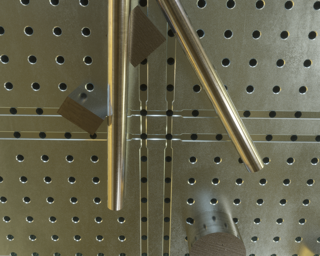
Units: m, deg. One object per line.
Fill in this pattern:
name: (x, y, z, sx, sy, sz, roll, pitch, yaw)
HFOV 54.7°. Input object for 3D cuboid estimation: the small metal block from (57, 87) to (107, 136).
small metal block: (-0.094, -0.022, 0.391, 0.050, 0.050, 0.025, 35, 107, -12)

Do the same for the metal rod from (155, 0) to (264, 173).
metal rod: (0.059, -0.067, 0.389, 0.025, 0.025, 0.299, -29, 108, 10)

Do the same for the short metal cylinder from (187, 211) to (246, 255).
short metal cylinder: (0.082, 0.172, 0.464, 0.081, 0.050, 0.079, 0, 110, 0)

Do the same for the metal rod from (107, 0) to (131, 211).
metal rod: (-0.053, -0.020, 0.387, 0.025, 0.025, 0.298, 4, 117, -2)

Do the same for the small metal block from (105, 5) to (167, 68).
small metal block: (-0.028, -0.110, 0.373, 0.050, 0.025, 0.050, -39, 106, 13)
